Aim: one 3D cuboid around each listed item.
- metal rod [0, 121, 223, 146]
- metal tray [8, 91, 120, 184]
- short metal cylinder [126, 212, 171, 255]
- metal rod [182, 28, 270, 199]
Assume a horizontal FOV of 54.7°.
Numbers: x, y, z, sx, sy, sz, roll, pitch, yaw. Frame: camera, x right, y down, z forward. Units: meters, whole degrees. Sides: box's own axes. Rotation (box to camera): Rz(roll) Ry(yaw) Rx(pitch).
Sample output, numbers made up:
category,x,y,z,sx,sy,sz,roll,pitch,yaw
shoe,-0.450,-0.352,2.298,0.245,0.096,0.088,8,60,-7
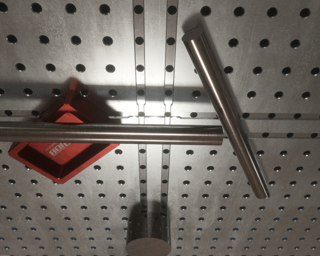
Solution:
category,x,y,z,sx,sy,sz,roll,pitch,yaw
metal rod,-0.076,0.006,0.375,0.302,0.025,0.025,1,130,-2
metal tray,-0.128,0.018,0.421,0.130,0.030,0.090,-34,123,25
short metal cylinder,-0.020,0.198,0.564,0.081,0.050,0.079,0,130,0
metal rod,0.100,0.003,0.415,0.025,0.025,0.299,-21,128,16
